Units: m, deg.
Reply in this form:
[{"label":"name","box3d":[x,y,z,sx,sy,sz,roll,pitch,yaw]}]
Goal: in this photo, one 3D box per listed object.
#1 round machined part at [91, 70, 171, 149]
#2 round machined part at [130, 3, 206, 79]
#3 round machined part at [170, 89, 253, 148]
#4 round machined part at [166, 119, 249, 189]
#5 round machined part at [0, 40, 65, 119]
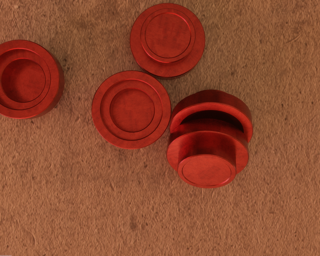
[{"label":"round machined part","box3d":[-0.035,-0.022,0.401,0.099,0.042,0.097,0,90,0]},{"label":"round machined part","box3d":[0.010,-0.114,0.401,0.099,0.042,0.097,0,90,0]},{"label":"round machined part","box3d":[0.063,-0.009,0.384,0.099,0.097,0.042,9,47,0]},{"label":"round machined part","box3d":[0.056,0.037,0.373,0.099,0.097,0.042,9,48,0]},{"label":"round machined part","box3d":[-0.172,-0.060,0.400,0.099,0.042,0.097,0,90,0]}]
